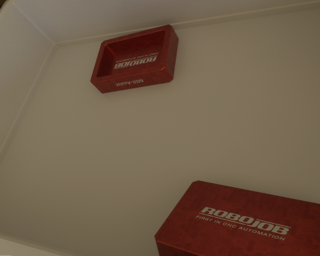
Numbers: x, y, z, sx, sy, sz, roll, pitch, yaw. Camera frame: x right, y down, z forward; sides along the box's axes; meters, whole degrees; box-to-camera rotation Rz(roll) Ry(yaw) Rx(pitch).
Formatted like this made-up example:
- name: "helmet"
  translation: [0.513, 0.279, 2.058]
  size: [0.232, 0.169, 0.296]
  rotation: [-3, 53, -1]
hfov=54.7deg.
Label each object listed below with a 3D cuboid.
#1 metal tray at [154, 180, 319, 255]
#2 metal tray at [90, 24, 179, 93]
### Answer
- name: "metal tray"
  translation: [0.073, 0.095, 0.276]
  size: [0.130, 0.030, 0.090]
  rotation: [6, 31, 31]
- name: "metal tray"
  translation: [-0.040, -0.108, 0.489]
  size: [0.130, 0.030, 0.090]
  rotation: [-6, 59, 25]
